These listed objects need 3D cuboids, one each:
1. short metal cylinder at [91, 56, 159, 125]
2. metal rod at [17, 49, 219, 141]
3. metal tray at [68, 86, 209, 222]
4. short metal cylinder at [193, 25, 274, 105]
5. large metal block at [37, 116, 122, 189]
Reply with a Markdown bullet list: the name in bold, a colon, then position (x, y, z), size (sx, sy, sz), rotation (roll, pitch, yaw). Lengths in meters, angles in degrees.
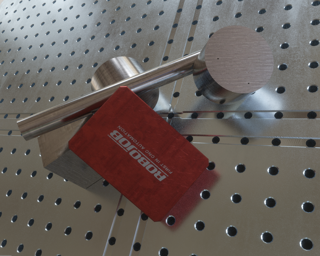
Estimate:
- **short metal cylinder**: position (-0.048, -0.051, 0.428), size (0.080, 0.080, 0.050), rotation (-37, 51, 3)
- **metal rod**: position (-0.021, -0.056, 0.383), size (0.302, 0.025, 0.025), rotation (-24, 50, -14)
- **metal tray**: position (-0.023, 0.028, 0.347), size (0.130, 0.030, 0.090), rotation (42, 84, -3)
- **short metal cylinder**: position (0.084, -0.072, 0.366), size (0.081, 0.050, 0.080), rotation (2, 79, -9)
- **large metal block**: position (-0.096, 0.026, 0.405), size (0.080, 0.080, 0.050), rotation (-34, 52, 5)
